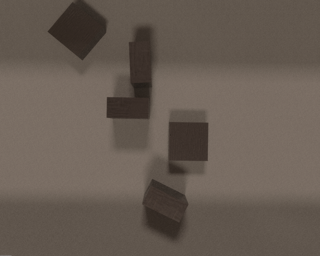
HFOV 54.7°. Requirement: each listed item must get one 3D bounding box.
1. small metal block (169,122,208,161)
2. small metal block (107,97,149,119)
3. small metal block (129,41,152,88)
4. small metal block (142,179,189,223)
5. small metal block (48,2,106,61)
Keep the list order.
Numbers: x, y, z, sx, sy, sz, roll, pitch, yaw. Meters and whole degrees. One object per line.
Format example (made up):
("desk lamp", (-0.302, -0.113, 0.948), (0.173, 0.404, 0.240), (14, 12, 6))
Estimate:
("small metal block", (0.037, 0.017, 0.412), (0.050, 0.025, 0.050), (1, 90, -1))
("small metal block", (-0.039, -0.025, 0.398), (0.050, 0.050, 0.025), (1, 90, -1))
("small metal block", (-0.024, -0.080, 0.399), (0.025, 0.050, 0.050), (-2, 90, 0))
("small metal block", (0.006, 0.092, 0.399), (0.050, 0.050, 0.025), (27, 90, -1))
("small metal block", (-0.109, -0.127, 0.410), (0.050, 0.025, 0.050), (40, 90, -1))
